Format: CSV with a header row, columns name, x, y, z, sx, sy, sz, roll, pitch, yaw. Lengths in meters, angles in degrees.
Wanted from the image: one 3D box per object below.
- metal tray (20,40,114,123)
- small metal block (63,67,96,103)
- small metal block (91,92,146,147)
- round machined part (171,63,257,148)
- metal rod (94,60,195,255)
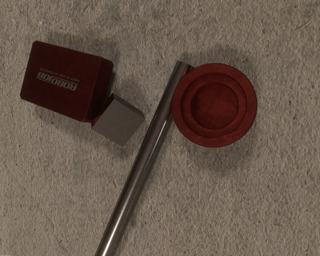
name,x,y,z,sx,sy,sz,roll,pitch,yaw
metal tray,-0.137,-0.068,0.445,0.130,0.030,0.089,19,96,25
small metal block,-0.111,-0.061,0.447,0.050,0.025,0.050,0,90,20
small metal block,-0.056,-0.010,0.414,0.050,0.025,0.050,34,104,-25
round machined part,0.067,-0.026,0.376,0.098,0.042,0.097,0,90,18
metal rod,-0.025,0.054,0.416,0.025,0.025,0.298,26,98,18
